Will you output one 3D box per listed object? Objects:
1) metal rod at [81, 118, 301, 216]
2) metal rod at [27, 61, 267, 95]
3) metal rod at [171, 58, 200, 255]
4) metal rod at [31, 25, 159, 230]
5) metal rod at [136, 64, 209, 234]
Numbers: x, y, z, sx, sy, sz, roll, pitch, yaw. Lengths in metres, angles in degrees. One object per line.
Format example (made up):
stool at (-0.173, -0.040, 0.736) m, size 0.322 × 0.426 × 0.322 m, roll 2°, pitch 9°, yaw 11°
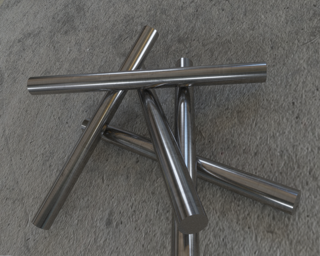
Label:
metal rod at (0.011, 0.034, 0.377) m, size 0.300 × 0.025 × 0.025 m, roll 17°, pitch 71°, yaw 34°
metal rod at (-0.024, -0.062, 0.393) m, size 0.301 × 0.025 × 0.025 m, roll -2°, pitch 60°, yaw 10°
metal rod at (0.027, 0.023, 0.343) m, size 0.025 × 0.025 × 0.300 m, roll -15°, pitch 46°, yaw 20°
metal rod at (-0.082, -0.006, 0.417) m, size 0.025 × 0.025 × 0.299 m, roll 22°, pitch 80°, yaw 36°
metal rod at (-0.005, -0.010, 0.364) m, size 0.025 × 0.025 × 0.300 m, roll -31°, pitch 37°, yaw 8°
